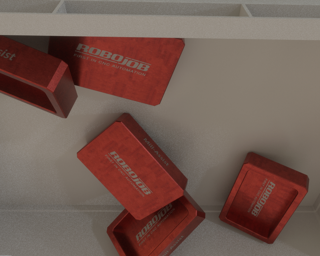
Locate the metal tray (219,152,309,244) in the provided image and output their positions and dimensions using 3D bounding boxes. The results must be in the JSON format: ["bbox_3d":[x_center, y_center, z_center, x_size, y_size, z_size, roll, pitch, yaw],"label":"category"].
[{"bbox_3d":[0.152,0.108,0.469,0.090,0.030,0.129,24,126,15],"label":"metal tray"}]

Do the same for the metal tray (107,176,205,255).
[{"bbox_3d":[-0.009,0.139,0.453,0.130,0.090,0.030,-48,142,5],"label":"metal tray"}]

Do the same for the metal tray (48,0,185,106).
[{"bbox_3d":[-0.049,-0.081,0.335,0.131,0.030,0.089,14,130,-13],"label":"metal tray"}]

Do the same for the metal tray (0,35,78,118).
[{"bbox_3d":[-0.152,-0.058,0.305,0.131,0.030,0.090,22,163,-2],"label":"metal tray"}]

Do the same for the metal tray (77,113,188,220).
[{"bbox_3d":[-0.037,0.055,0.421,0.090,0.030,0.130,-37,99,26],"label":"metal tray"}]
